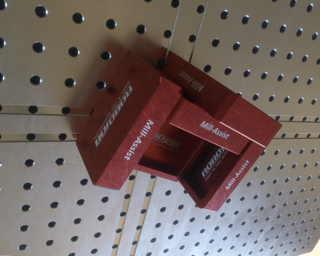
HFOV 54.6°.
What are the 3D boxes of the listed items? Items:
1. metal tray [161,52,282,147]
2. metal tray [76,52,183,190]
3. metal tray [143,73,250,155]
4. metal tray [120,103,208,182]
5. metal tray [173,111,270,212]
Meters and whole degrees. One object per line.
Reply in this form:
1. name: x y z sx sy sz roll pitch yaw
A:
1. metal tray: 0.065 -0.035 0.355 0.090 0.130 0.030 24 105 -37
2. metal tray: -0.040 -0.009 0.340 0.030 0.090 0.129 24 105 -37
3. metal tray: 0.043 -0.019 0.379 0.131 0.090 0.030 23 106 -37
4. metal tray: -0.002 0.017 0.416 0.131 0.030 0.090 24 106 -37
5. metal tray: 0.081 0.040 0.436 0.030 0.090 0.129 24 105 -37
